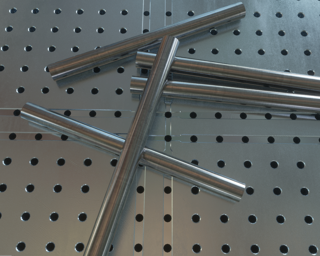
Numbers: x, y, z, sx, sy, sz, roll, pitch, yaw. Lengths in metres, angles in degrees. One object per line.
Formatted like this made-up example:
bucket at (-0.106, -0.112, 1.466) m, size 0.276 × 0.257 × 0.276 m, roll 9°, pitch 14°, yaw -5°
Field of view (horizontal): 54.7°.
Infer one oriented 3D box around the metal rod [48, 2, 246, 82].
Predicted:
metal rod at (-0.014, -0.130, 0.459) m, size 0.302 × 0.025 × 0.025 m, roll -21°, pitch 72°, yaw -8°

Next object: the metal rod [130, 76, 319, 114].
metal rod at (0.110, -0.044, 0.429) m, size 0.302 × 0.025 × 0.025 m, roll 6°, pitch 70°, yaw 2°

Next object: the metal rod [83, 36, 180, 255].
metal rod at (-0.029, 0.015, 0.378) m, size 0.025 × 0.025 × 0.299 m, roll 16°, pitch 71°, yaw 5°

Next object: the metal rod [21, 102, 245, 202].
metal rod at (-0.039, 0.028, 0.400) m, size 0.301 × 0.025 × 0.025 m, roll 20°, pitch 71°, yaw 7°

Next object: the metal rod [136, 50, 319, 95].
metal rod at (0.116, -0.076, 0.440) m, size 0.302 × 0.025 × 0.025 m, roll 9°, pitch 70°, yaw 3°
